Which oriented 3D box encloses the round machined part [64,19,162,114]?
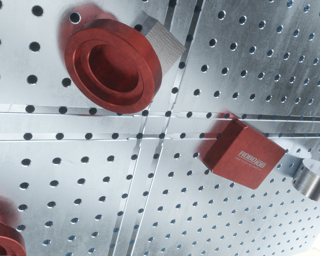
[{"bbox_3d":[-0.043,-0.065,0.315,0.042,0.098,0.098,-60,143,-40],"label":"round machined part"}]

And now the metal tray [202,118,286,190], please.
[{"bbox_3d":[0.143,0.047,0.518,0.131,0.030,0.090,26,104,-37],"label":"metal tray"}]

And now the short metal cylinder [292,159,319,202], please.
[{"bbox_3d":[0.312,0.104,0.614,0.081,0.080,0.050,3,117,-30],"label":"short metal cylinder"}]

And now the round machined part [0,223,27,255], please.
[{"bbox_3d":[-0.218,0.152,0.376,0.099,0.042,0.097,-14,124,-21],"label":"round machined part"}]

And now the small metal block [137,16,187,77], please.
[{"bbox_3d":[-0.007,-0.089,0.354,0.050,0.025,0.050,-50,129,7],"label":"small metal block"}]
